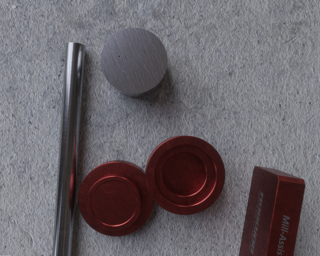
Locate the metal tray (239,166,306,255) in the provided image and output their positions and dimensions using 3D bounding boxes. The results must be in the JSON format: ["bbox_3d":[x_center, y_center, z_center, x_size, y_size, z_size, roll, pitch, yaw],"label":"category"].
[{"bbox_3d":[0.133,0.117,0.379,0.030,0.090,0.129,10,90,0],"label":"metal tray"}]

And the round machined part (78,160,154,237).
[{"bbox_3d":[-0.057,0.092,0.401,0.099,0.042,0.097,0,90,-1],"label":"round machined part"}]

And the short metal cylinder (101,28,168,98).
[{"bbox_3d":[-0.031,-0.081,0.397,0.081,0.050,0.079,0,90,-1],"label":"short metal cylinder"}]

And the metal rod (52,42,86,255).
[{"bbox_3d":[-0.121,0.039,0.408,0.025,0.025,0.298,4,90,-1],"label":"metal rod"}]

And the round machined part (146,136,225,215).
[{"bbox_3d":[0.030,0.058,0.400,0.099,0.042,0.097,0,89,-4],"label":"round machined part"}]
